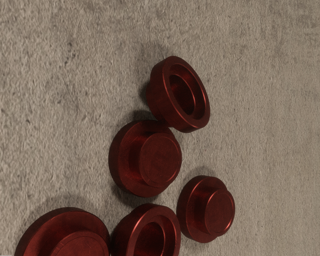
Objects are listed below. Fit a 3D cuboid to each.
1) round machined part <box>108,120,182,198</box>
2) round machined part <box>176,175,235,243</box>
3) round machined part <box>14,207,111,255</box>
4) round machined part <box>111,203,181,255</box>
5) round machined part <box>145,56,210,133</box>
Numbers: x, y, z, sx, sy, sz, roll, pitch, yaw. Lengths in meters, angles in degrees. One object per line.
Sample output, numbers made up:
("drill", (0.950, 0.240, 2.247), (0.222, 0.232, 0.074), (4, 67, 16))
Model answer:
("round machined part", (-0.011, 0.038, 0.387), (0.099, 0.042, 0.097), (0, 90, -40))
("round machined part", (0.074, 0.121, 0.459), (0.099, 0.042, 0.097), (0, 90, -40))
("round machined part", (-0.092, 0.134, 0.318), (0.099, 0.042, 0.097), (0, 90, -40))
("round machined part", (-0.020, 0.140, 0.372), (0.099, 0.042, 0.097), (0, 91, -51))
("round machined part", (0.020, -0.039, 0.397), (0.098, 0.042, 0.098), (31, 48, -40))
